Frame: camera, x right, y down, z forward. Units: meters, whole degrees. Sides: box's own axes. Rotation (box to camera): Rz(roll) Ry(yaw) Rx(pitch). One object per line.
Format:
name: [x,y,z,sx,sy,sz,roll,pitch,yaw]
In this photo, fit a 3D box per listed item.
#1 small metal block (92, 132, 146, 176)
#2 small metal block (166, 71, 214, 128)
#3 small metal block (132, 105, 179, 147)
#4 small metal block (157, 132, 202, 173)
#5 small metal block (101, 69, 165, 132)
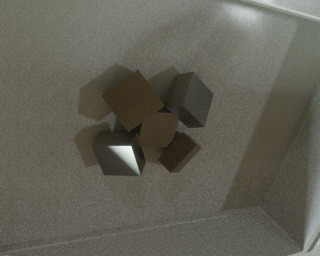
small metal block: [-0.050,0.033,0.384,0.050,0.025,0.050,-1,128,16]
small metal block: [0.039,-0.034,0.390,0.050,0.025,0.050,40,58,-39]
small metal block: [-0.007,-0.003,0.400,0.050,0.025,0.050,1,118,-29]
small metal block: [0.029,0.035,0.429,0.050,0.025,0.050,-48,163,5]
small metal block: [-0.030,-0.030,0.355,0.050,0.025,0.050,-36,92,-3]
